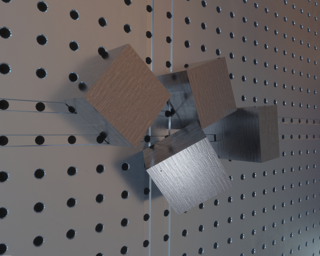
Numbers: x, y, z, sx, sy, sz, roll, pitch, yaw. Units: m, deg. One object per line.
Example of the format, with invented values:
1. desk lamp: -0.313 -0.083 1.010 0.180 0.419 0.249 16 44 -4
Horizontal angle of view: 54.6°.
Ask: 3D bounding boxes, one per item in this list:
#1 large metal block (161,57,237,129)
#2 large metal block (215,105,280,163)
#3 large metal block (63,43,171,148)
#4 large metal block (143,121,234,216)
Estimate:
1. large metal block: 0.057 -0.049 0.439 0.081 0.050 0.080 -26 107 -37
2. large metal block: 0.135 0.007 0.485 0.050 0.080 0.080 -8 95 -40
3. large metal block: -0.046 -0.035 0.353 0.080 0.050 0.080 48 62 -29
4. large metal block: 0.035 0.051 0.396 0.080 0.050 0.080 -29 114 5
